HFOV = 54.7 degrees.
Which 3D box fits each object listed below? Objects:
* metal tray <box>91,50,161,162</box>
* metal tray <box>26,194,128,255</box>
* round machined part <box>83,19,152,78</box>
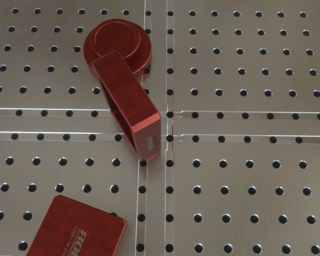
[{"bbox_3d":[-0.035,-0.018,0.362,0.030,0.130,0.090,-30,73,-10],"label":"metal tray"},{"bbox_3d":[-0.102,0.153,0.352,0.090,0.030,0.130,19,71,7],"label":"metal tray"},{"bbox_3d":[-0.061,-0.116,0.445,0.099,0.042,0.098,0,70,0],"label":"round machined part"}]
